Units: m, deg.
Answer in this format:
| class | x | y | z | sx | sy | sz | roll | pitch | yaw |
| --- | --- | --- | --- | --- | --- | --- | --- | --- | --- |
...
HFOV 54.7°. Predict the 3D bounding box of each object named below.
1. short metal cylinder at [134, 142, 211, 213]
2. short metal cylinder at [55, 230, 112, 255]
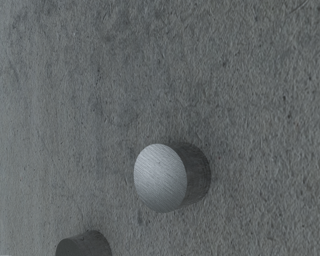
| class | x | y | z | sx | sy | sz | roll | pitch | yaw |
| --- | --- | --- | --- | --- | --- | --- | --- | --- | --- |
| short metal cylinder | 0.014 | 0.058 | 0.377 | 0.080 | 0.050 | 0.080 | 0 | 90 | 40 |
| short metal cylinder | -0.120 | 0.208 | 0.488 | 0.080 | 0.050 | 0.080 | 0 | 90 | 40 |
